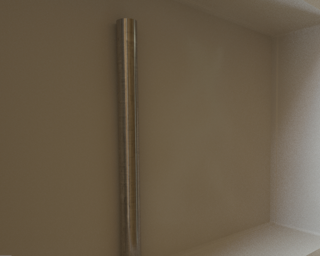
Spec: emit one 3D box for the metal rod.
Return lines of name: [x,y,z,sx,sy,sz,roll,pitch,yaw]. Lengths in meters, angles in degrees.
metal rod: [-0.037,0.022,0.374,0.025,0.025,0.298,-2,91,-40]
